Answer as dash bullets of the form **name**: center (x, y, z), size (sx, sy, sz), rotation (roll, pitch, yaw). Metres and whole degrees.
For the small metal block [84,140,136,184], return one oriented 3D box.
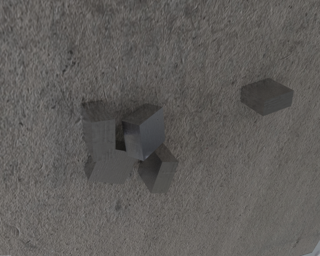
- **small metal block**: center (-0.063, 0.043, 0.399), size (0.050, 0.025, 0.050), rotation (14, 112, -34)

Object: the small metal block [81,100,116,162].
- **small metal block**: center (-0.071, 0.002, 0.353), size (0.025, 0.050, 0.050), rotation (-10, 123, -23)

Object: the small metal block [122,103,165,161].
- **small metal block**: center (-0.019, 0.004, 0.383), size (0.050, 0.025, 0.050), rotation (-42, 137, -45)

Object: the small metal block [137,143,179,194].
- **small metal block**: center (-0.004, 0.053, 0.421), size (0.025, 0.050, 0.050), rotation (5, 116, -31)

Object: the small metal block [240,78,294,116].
- **small metal block**: center (0.153, -0.046, 0.446), size (0.050, 0.050, 0.025), rotation (-19, 126, -18)
